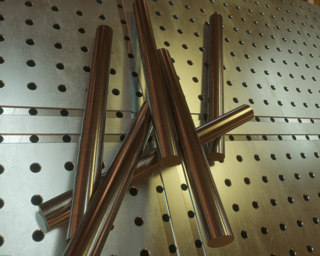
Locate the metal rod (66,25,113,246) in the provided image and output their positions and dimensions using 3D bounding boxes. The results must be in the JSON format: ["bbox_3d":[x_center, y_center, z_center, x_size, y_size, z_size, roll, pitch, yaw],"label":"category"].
[{"bbox_3d":[-0.074,-0.021,0.358,0.025,0.025,0.300,14,49,-21],"label":"metal rod"}]

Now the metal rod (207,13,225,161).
[{"bbox_3d":[0.091,-0.084,0.507,0.025,0.025,0.300,19,54,-17],"label":"metal rod"}]

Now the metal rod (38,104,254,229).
[{"bbox_3d":[0.007,0.031,0.373,0.302,0.025,0.025,-24,75,-30],"label":"metal rod"}]

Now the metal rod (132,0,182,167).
[{"bbox_3d":[-0.011,-0.082,0.424,0.025,0.025,0.300,8,50,-24],"label":"metal rod"}]

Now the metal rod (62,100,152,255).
[{"bbox_3d":[-0.042,0.052,0.294,0.025,0.025,0.301,32,33,-8],"label":"metal rod"}]

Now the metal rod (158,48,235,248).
[{"bbox_3d":[0.028,-0.006,0.377,0.025,0.025,0.300,10,42,-23],"label":"metal rod"}]
